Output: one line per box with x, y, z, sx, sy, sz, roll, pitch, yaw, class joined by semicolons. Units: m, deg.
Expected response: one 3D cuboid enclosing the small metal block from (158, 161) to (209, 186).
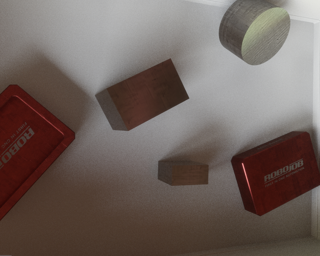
0.030;0.059;0.409;0.050;0.050;0.025;2;90;-20;small metal block

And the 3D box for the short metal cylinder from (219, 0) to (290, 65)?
0.129;-0.134;0.426;0.081;0.050;0.079;-19;135;-20;short metal cylinder

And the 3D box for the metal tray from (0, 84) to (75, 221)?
-0.172;0.028;0.344;0.090;0.030;0.130;43;76;-15;metal tray

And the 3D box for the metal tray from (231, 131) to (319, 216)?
0.181;0.067;0.477;0.131;0.030;0.089;-20;97;-19;metal tray

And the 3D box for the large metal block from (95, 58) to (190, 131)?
-0.025;-0.037;0.373;0.080;0.080;0.050;-29;100;-18;large metal block
